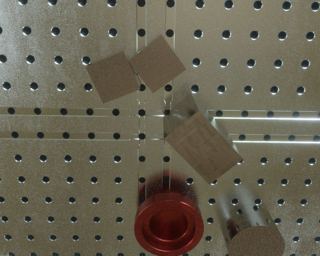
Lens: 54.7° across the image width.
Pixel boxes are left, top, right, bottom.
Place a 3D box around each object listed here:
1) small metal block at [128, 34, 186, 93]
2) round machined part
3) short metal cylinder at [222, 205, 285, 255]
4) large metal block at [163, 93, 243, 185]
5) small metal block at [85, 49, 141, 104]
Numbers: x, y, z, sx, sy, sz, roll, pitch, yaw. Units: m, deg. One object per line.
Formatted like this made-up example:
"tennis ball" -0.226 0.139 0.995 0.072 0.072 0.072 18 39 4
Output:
"small metal block" -0.003 -0.080 0.384 0.050 0.025 0.050 -35 107 11
"round machined part" 0.012 0.136 0.455 0.099 0.042 0.097 0 110 -1
"short metal cylinder" 0.137 0.163 0.462 0.081 0.050 0.079 0 110 -1
"large metal block" 0.050 0.010 0.389 0.050 0.080 0.080 -41 106 13
"small metal block" -0.057 -0.065 0.389 0.050 0.025 0.050 -21 109 7
